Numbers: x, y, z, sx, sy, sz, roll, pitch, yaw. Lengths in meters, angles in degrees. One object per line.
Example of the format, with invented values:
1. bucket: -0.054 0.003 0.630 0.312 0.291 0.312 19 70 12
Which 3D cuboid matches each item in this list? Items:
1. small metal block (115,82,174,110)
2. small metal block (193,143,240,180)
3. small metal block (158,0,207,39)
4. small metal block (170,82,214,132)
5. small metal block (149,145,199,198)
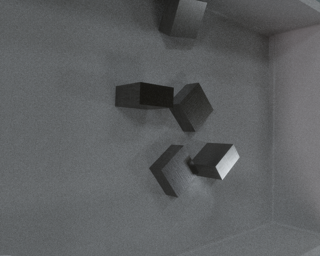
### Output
1. small metal block: -0.019 -0.038 0.376 0.050 0.050 0.025 3 88 -40
2. small metal block: 0.081 0.048 0.461 0.050 0.050 0.025 -44 117 -31
3. small metal block: 0.031 -0.151 0.420 0.050 0.025 0.050 -9 127 -40
4. small metal block: 0.045 -0.030 0.446 0.050 0.025 0.050 -48 119 -29
5. small metal block: 0.020 0.058 0.426 0.050 0.025 0.050 -45 117 -31
